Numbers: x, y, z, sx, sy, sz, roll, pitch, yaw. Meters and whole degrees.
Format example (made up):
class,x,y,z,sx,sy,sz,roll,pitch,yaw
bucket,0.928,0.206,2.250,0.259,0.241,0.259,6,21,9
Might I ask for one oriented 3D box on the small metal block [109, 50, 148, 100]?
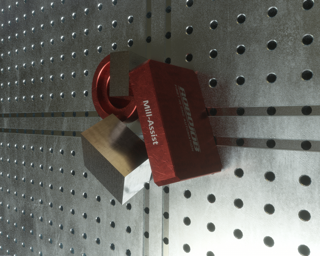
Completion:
class,x,y,z,sx,sy,sz,roll,pitch,yaw
small metal block,-0.034,-0.060,0.366,0.025,0.050,0.050,0,89,26

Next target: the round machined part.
class,x,y,z,sx,sy,sz,roll,pitch,yaw
round machined part,-0.048,-0.055,0.436,0.098,0.042,0.097,0,90,39

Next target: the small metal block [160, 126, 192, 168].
class,x,y,z,sx,sy,sz,roll,pitch,yaw
small metal block,0.015,0.025,0.389,0.050,0.025,0.050,19,107,49

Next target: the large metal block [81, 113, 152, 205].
class,x,y,z,sx,sy,sz,roll,pitch,yaw
large metal block,-0.056,0.042,0.408,0.080,0.050,0.080,41,147,20

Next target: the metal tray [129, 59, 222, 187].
class,x,y,z,sx,sy,sz,roll,pitch,yaw
metal tray,0.019,-0.006,0.349,0.030,0.091,0.129,-23,76,38
